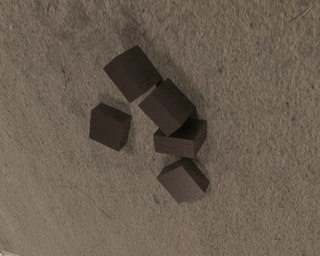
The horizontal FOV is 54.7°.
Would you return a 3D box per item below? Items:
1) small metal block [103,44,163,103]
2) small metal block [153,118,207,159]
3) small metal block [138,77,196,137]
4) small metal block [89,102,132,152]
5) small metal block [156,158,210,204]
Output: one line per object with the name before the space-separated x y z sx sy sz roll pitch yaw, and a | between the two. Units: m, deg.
small metal block | -0.031 -0.065 0.366 0.025 0.050 0.050 -30 102 37
small metal block | 0.026 0.010 0.382 0.050 0.050 0.025 8 122 24
small metal block | 0.010 -0.026 0.369 0.050 0.050 0.025 47 129 -5
small metal block | -0.071 -0.001 0.442 0.050 0.025 0.050 24 127 13
small metal block | 0.032 0.073 0.434 0.050 0.025 0.050 -33 100 38
